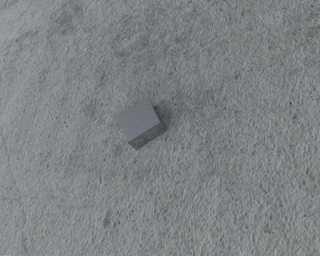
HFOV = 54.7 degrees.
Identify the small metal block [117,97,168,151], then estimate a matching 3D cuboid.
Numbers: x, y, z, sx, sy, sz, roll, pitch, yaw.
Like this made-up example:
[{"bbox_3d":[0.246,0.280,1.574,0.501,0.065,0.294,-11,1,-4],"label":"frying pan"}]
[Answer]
[{"bbox_3d":[-0.024,-0.006,0.421,0.050,0.025,0.050,-32,52,7],"label":"small metal block"}]
